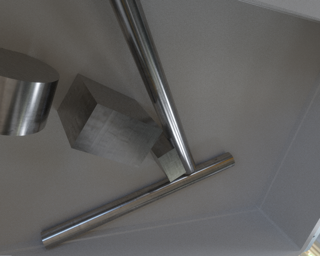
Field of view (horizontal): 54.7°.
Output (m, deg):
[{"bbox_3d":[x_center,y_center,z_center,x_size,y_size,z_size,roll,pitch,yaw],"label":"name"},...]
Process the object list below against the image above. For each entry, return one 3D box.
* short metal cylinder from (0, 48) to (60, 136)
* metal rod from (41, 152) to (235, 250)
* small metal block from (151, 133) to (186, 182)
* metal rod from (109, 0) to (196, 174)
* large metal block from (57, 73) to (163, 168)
[{"bbox_3d":[-0.137,-0.035,0.277,0.081,0.080,0.050,10,113,-33],"label":"short metal cylinder"},{"bbox_3d":[-0.021,0.102,0.461,0.302,0.025,0.025,-21,127,-17],"label":"metal rod"},{"bbox_3d":[0.006,0.037,0.420,0.025,0.050,0.050,-32,129,-8],"label":"small metal block"},{"bbox_3d":[0.003,-0.032,0.360,0.025,0.025,0.299,-32,139,-8],"label":"metal rod"},{"bbox_3d":[-0.057,-0.008,0.338,0.080,0.080,0.050,23,106,-37],"label":"large metal block"}]
